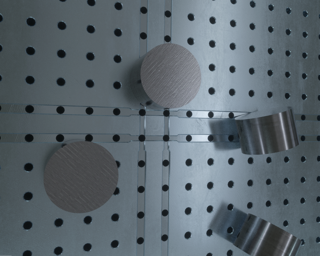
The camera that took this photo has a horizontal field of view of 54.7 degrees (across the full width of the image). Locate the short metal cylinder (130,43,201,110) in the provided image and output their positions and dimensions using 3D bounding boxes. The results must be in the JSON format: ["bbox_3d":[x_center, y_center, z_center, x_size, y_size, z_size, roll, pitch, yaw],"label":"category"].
[{"bbox_3d":[0.006,-0.064,0.402,0.081,0.050,0.079,0,90,-21],"label":"short metal cylinder"}]

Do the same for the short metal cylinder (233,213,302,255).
[{"bbox_3d":[0.152,0.164,0.442,0.080,0.080,0.050,33,79,-18],"label":"short metal cylinder"}]

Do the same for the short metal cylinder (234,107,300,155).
[{"bbox_3d":[0.151,0.003,0.441,0.081,0.080,0.050,-15,96,-20],"label":"short metal cylinder"}]

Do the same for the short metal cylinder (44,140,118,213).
[{"bbox_3d":[-0.094,0.054,0.365,0.081,0.050,0.079,0,90,-20],"label":"short metal cylinder"}]
